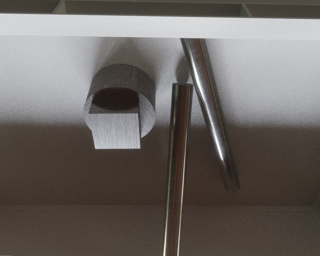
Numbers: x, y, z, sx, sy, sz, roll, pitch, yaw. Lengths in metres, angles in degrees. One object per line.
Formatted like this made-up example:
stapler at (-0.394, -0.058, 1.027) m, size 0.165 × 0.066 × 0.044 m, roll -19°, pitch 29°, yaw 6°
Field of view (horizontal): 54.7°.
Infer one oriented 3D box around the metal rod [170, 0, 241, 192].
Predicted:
metal rod at (0.068, -0.017, 0.395) m, size 0.025 × 0.025 × 0.299 m, roll -14°, pitch 129°, yaw 11°

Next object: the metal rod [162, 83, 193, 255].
metal rod at (0.020, 0.091, 0.406) m, size 0.025 × 0.025 × 0.298 m, roll 2°, pitch 105°, yaw -3°

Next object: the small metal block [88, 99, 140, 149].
small metal block at (-0.047, -0.004, 0.340) m, size 0.050 × 0.025 × 0.050 m, roll -1°, pitch 130°, yaw 0°

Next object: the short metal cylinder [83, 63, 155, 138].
short metal cylinder at (-0.046, -0.029, 0.367) m, size 0.081 × 0.050 × 0.079 m, roll 0°, pitch 130°, yaw 0°
